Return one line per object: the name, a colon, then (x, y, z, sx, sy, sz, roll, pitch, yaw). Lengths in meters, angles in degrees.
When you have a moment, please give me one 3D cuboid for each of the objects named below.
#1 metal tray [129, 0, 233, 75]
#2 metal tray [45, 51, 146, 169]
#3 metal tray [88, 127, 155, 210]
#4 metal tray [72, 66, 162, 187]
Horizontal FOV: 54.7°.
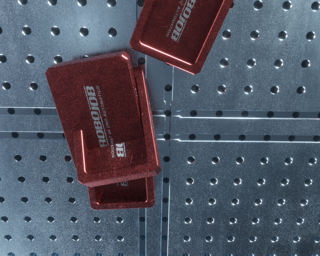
metal tray: (0.029, -0.139, 0.359, 0.090, 0.030, 0.129, 21, 109, -8)
metal tray: (-0.069, -0.017, 0.365, 0.091, 0.030, 0.129, -10, 112, 2)
metal tray: (-0.055, 0.049, 0.427, 0.091, 0.030, 0.129, -3, 110, 0)
metal tray: (-0.054, -0.002, 0.369, 0.090, 0.030, 0.129, -11, 71, 3)
